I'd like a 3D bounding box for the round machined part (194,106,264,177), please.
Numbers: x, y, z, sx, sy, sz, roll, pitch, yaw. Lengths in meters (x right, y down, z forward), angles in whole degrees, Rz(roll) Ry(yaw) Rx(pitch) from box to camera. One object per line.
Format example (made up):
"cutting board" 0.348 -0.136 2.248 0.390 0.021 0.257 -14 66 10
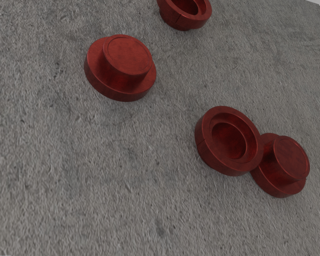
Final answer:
"round machined part" 0.090 0.021 0.428 0.099 0.042 0.098 13 56 -21

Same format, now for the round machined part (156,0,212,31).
"round machined part" 0.038 -0.209 0.540 0.099 0.042 0.098 14 56 -21

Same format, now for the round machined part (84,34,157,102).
"round machined part" -0.049 -0.087 0.419 0.099 0.042 0.098 14 56 -21

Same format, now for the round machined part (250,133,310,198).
"round machined part" 0.180 0.050 0.457 0.099 0.042 0.098 15 56 -23
